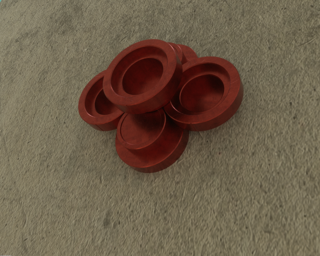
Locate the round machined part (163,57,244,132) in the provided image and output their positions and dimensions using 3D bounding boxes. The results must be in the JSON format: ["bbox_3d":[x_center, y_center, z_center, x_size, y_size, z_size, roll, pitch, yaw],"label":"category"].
[{"bbox_3d":[0.055,-0.038,0.388,0.098,0.042,0.098,-13,56,20],"label":"round machined part"}]

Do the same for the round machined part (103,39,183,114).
[{"bbox_3d":[-0.018,-0.059,0.384,0.098,0.042,0.098,-13,57,21],"label":"round machined part"}]

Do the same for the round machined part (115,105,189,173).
[{"bbox_3d":[-0.016,0.005,0.398,0.098,0.042,0.098,-13,56,20],"label":"round machined part"}]

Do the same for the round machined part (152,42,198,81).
[{"bbox_3d":[0.007,-0.082,0.440,0.098,0.042,0.098,-13,56,20],"label":"round machined part"}]

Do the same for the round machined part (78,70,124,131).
[{"bbox_3d":[-0.066,-0.038,0.450,0.098,0.042,0.098,-13,56,20],"label":"round machined part"}]
